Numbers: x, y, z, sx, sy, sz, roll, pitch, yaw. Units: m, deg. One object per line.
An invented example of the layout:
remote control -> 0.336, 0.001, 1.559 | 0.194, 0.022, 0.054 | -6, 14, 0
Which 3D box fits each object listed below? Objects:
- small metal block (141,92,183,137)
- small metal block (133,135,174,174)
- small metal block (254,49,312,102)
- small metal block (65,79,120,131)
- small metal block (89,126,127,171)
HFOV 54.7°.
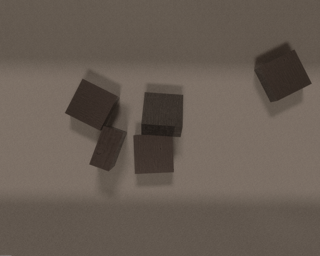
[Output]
small metal block -> 0.003, -0.017, 0.400 | 0.050, 0.025, 0.050 | 4, 57, -1
small metal block -> -0.008, 0.033, 0.411 | 0.050, 0.025, 0.050 | -2, 90, -1
small metal block -> 0.163, -0.069, 0.414 | 0.050, 0.025, 0.050 | -27, 90, -1
small metal block -> -0.088, -0.030, 0.410 | 0.050, 0.025, 0.050 | 27, 90, -1
small metal block -> -0.065, 0.025, 0.398 | 0.025, 0.050, 0.050 | 20, 90, 0
